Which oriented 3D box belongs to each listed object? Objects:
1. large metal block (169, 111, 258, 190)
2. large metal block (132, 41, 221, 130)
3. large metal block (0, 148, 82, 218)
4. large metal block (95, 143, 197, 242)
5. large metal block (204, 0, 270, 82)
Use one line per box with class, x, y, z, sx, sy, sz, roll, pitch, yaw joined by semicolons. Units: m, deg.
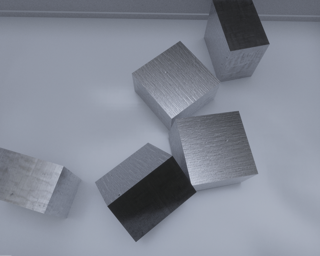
large metal block;0.062;0.030;0.380;0.081;0.050;0.080;-7;70;-13
large metal block;0.020;-0.055;0.417;0.080;0.050;0.080;-37;75;-13
large metal block;-0.146;0.065;0.355;0.080;0.080;0.050;15;71;5
large metal block;-0.019;0.066;0.348;0.080;0.080;0.050;-37;108;-12
large metal block;0.101;-0.120;0.426;0.050;0.080;0.080;-12;71;-4
